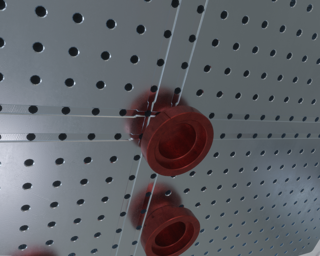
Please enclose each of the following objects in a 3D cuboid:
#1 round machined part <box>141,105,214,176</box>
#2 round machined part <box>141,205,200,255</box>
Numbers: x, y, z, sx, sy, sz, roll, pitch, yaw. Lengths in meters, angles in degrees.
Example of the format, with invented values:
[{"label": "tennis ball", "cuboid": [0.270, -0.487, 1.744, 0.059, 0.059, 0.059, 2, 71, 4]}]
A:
[{"label": "round machined part", "cuboid": [0.019, 0.013, 0.418, 0.099, 0.042, 0.097, -14, 124, -21]}, {"label": "round machined part", "cuboid": [0.013, 0.167, 0.510, 0.099, 0.042, 0.097, -14, 124, -21]}]
